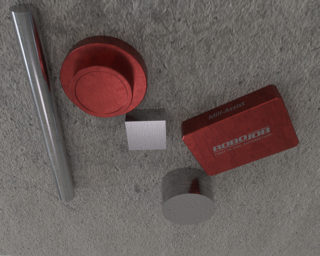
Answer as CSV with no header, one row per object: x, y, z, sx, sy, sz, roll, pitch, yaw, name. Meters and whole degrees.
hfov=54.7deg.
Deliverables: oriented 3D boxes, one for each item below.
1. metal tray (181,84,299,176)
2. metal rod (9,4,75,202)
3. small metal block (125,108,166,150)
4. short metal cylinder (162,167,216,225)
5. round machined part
0.105,0.008,0.412,0.130,0.030,0.090,-23,127,18,metal tray
-0.142,-0.005,0.401,0.025,0.025,0.298,2,130,-2,metal rod
-0.017,0.002,0.409,0.050,0.025,0.050,-2,130,1,small metal block
0.043,0.107,0.482,0.081,0.050,0.079,0,130,0,short metal cylinder
-0.064,-0.050,0.353,0.099,0.042,0.097,0,130,0,round machined part
